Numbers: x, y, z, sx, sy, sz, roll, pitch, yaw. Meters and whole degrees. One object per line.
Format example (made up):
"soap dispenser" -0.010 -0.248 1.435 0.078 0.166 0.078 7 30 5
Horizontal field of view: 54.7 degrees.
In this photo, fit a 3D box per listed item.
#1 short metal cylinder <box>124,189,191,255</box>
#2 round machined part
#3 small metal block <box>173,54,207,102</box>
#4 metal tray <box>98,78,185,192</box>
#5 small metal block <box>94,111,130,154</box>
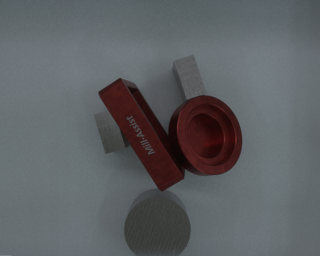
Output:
"short metal cylinder" -0.003 0.123 0.399 0.081 0.050 0.079 0 90 -1
"round machined part" 0.052 0.011 0.390 0.099 0.042 0.098 8 74 -28
"small metal block" 0.037 -0.062 0.399 0.025 0.050 0.050 -18 90 0
"metal tray" -0.016 0.005 0.377 0.030 0.090 0.130 -32 90 7
"small metal block" -0.061 0.004 0.398 0.025 0.050 0.050 -17 90 0
